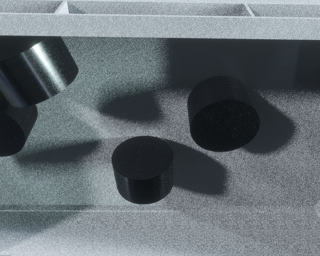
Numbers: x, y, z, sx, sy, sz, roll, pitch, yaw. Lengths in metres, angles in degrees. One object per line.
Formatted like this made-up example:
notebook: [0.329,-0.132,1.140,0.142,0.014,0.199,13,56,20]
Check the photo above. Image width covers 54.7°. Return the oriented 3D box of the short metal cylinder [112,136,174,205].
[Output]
short metal cylinder: [-0.022,0.056,0.420,0.080,0.080,0.050,-2,130,1]

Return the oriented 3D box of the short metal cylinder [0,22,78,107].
short metal cylinder: [-0.132,-0.066,0.316,0.080,0.080,0.050,-13,129,11]

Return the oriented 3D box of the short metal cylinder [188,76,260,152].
short metal cylinder: [0.075,-0.016,0.379,0.081,0.050,0.079,0,130,0]

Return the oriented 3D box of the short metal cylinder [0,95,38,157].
short metal cylinder: [-0.200,-0.010,0.382,0.081,0.050,0.079,0,130,0]
